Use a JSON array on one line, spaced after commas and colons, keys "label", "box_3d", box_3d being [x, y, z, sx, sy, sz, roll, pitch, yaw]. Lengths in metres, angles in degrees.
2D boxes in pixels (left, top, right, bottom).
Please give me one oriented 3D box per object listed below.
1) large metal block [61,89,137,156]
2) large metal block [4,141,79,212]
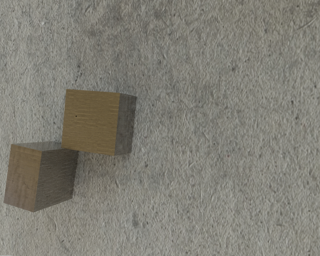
[{"label": "large metal block", "box_3d": [-0.083, -0.009, 0.425, 0.080, 0.050, 0.079, 6, 92, 20]}, {"label": "large metal block", "box_3d": [-0.164, 0.064, 0.438, 0.050, 0.080, 0.079, 10, 94, 20]}]
